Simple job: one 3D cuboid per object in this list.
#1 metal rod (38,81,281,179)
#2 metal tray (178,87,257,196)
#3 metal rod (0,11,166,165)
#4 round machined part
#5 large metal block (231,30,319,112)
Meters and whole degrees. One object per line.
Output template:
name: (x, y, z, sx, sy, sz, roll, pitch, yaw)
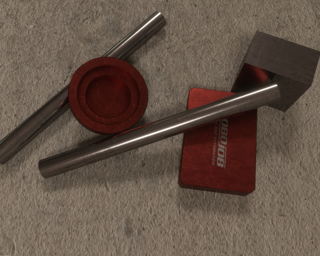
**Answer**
metal rod: (-0.003, 0.004, 0.380, 0.301, 0.025, 0.025, -19, 71, 3)
metal tray: (0.076, 0.016, 0.401, 0.091, 0.030, 0.130, 7, 70, 2)
metal rod: (-0.104, -0.064, 0.430, 0.025, 0.025, 0.301, 42, 75, 13)
round machined part: (-0.068, -0.039, 0.403, 0.099, 0.042, 0.097, 2, 82, -15)
large metal block: (0.147, -0.071, 0.407, 0.080, 0.080, 0.050, 21, 72, 7)
